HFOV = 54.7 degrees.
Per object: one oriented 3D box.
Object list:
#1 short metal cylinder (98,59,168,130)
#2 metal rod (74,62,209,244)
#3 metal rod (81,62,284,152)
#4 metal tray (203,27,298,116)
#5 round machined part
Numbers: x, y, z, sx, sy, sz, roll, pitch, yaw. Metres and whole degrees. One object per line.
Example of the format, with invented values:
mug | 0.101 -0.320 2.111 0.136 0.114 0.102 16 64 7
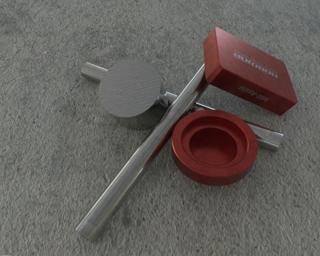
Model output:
short metal cylinder | -0.033 -0.042 0.407 0.080 0.050 0.080 -4 70 11
metal rod | 0.005 0.003 0.380 0.025 0.025 0.301 27 61 20
metal rod | 0.018 -0.035 0.436 0.301 0.025 0.025 22 54 17
metal tray | 0.124 -0.079 0.432 0.131 0.030 0.090 20 47 -20
round machined part | 0.063 0.027 0.371 0.099 0.042 0.098 0 50 0
